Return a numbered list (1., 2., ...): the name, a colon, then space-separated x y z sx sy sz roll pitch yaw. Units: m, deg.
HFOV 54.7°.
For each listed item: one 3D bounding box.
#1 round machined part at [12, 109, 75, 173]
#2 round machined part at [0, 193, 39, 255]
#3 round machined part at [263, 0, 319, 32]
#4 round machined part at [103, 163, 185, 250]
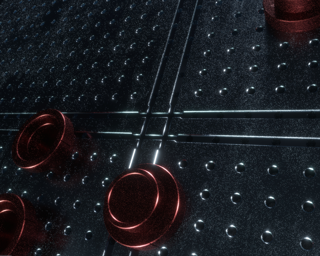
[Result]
1. round machined part: -0.171 0.023 0.471 0.098 0.042 0.098 -13 56 20
2. round machined part: -0.205 0.141 0.416 0.098 0.042 0.098 -13 56 20
3. round machined part: 0.186 -0.177 0.408 0.098 0.042 0.098 -13 56 20
4. round machined part: -0.024 0.086 0.356 0.098 0.042 0.098 -13 56 20
